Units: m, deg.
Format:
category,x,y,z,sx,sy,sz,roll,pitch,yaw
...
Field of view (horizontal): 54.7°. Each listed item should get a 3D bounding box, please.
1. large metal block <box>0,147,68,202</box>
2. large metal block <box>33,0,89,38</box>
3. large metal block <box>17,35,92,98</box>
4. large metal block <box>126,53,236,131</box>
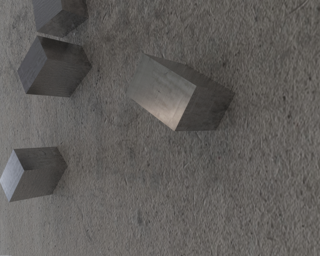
category,x,y,z,sx,sy,sz,roll,pitch,yaw
large metal block,-0.227,0.081,0.557,0.050,0.081,0.080,49,119,28
large metal block,-0.173,-0.214,0.532,0.080,0.050,0.080,-18,79,38
large metal block,-0.175,-0.098,0.514,0.080,0.081,0.050,-44,64,31
large metal block,0.024,-0.039,0.350,0.080,0.081,0.050,38,114,33
